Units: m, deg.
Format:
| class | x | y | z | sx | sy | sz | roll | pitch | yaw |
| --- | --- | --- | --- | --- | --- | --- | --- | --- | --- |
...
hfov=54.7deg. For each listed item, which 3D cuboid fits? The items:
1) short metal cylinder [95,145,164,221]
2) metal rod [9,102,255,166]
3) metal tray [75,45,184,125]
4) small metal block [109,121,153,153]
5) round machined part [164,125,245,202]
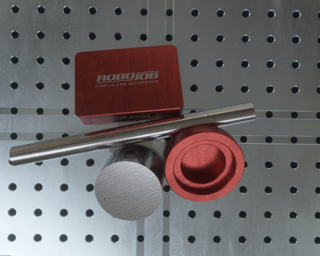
| class | x | y | z | sx | sy | sz | roll | pitch | yaw |
| --- | --- | --- | --- | --- | --- | --- | --- | --- | --- |
| short metal cylinder | -0.035 | 0.068 | 0.389 | 0.080 | 0.050 | 0.079 | 1 | 109 | 5 |
| metal rod | -0.033 | 0.007 | 0.387 | 0.302 | 0.025 | 0.025 | -11 | 90 | -1 |
| metal tray | -0.040 | -0.056 | 0.396 | 0.131 | 0.030 | 0.090 | -5 | 71 | -1 |
| small metal block | -0.036 | 0.015 | 0.421 | 0.050 | 0.025 | 0.050 | 18 | 90 | -1 |
| round machined part | 0.053 | 0.041 | 0.394 | 0.099 | 0.042 | 0.097 | -2 | 112 | -4 |
